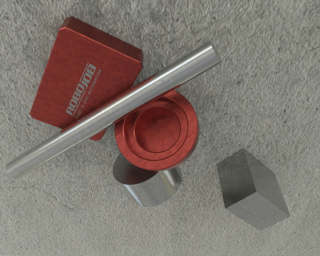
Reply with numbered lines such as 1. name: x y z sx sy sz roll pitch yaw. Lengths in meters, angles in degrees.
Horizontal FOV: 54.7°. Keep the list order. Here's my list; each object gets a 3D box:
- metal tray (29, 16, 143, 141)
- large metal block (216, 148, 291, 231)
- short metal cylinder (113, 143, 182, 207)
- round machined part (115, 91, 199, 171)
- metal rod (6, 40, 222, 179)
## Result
1. metal tray: -0.087 -0.050 0.360 0.091 0.030 0.129 22 127 -19
2. large metal block: 0.133 0.089 0.449 0.080 0.080 0.050 36 121 -27
3. short metal cylinder: -0.016 0.059 0.421 0.080 0.080 0.050 -18 128 14
4. round machined part: -0.001 0.003 0.375 0.098 0.098 0.042 -13 166 10
5. metal rod: -0.069 -0.010 0.357 0.300 0.025 0.025 -28 125 21
